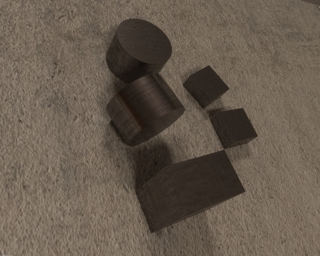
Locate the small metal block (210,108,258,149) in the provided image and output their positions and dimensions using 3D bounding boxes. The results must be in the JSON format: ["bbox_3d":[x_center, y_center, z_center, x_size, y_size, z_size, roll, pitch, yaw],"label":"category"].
[{"bbox_3d":[0.111,0.000,0.466,0.050,0.025,0.050,-10,67,-33],"label":"small metal block"}]

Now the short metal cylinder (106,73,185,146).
[{"bbox_3d":[-0.017,-0.021,0.373,0.081,0.080,0.050,-26,76,-37],"label":"short metal cylinder"}]

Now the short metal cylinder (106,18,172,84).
[{"bbox_3d":[-0.030,-0.107,0.438,0.081,0.050,0.080,14,56,-21],"label":"short metal cylinder"}]

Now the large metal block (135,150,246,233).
[{"bbox_3d":[0.031,0.071,0.344,0.081,0.080,0.050,-11,68,-33],"label":"large metal block"}]

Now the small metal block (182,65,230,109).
[{"bbox_3d":[0.072,-0.065,0.484,0.050,0.025,0.050,-33,81,-38],"label":"small metal block"}]
